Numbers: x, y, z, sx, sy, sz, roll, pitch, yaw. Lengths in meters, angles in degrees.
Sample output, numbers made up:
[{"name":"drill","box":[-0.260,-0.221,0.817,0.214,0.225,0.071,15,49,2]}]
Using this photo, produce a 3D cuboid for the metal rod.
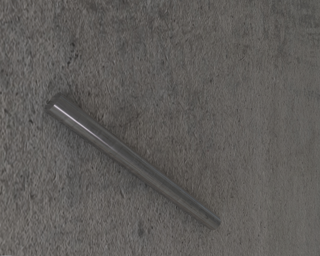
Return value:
[{"name":"metal rod","box":[-0.013,0.059,0.392,0.300,0.025,0.025,42,65,-32]}]
